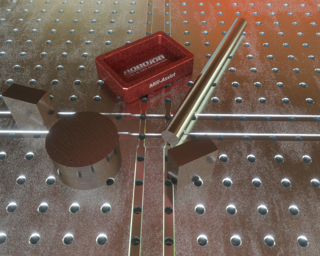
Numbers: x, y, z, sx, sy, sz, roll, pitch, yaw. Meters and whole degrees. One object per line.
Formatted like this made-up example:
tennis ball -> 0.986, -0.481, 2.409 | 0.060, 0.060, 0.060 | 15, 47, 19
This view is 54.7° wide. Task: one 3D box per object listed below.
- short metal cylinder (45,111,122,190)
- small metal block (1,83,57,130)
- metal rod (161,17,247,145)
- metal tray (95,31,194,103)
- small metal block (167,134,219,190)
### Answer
short metal cylinder -> -0.088, 0.026, 0.368 | 0.081, 0.050, 0.080 | 0, 50, 0
small metal block -> -0.173, -0.028, 0.413 | 0.050, 0.050, 0.025 | 14, 52, 11
metal rod -> 0.081, -0.090, 0.483 | 0.025, 0.025, 0.301 | 21, 53, 16
metal tray -> -0.023, -0.100, 0.487 | 0.131, 0.030, 0.090 | -29, 56, -23
small metal block -> 0.036, 0.040, 0.359 | 0.050, 0.050, 0.025 | -21, 54, -17
